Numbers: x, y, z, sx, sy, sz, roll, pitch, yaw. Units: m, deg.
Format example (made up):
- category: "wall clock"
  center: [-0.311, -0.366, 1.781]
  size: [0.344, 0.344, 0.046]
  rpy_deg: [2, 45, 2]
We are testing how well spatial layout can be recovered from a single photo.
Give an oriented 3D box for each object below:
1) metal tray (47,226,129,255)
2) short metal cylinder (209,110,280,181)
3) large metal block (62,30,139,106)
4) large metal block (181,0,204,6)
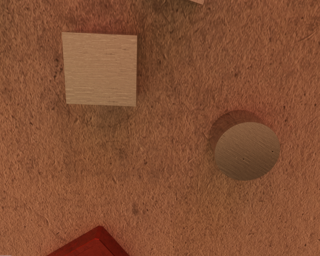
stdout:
- category: "metal tray"
  center: [-0.120, 0.221, 0.487]
  size: [0.130, 0.030, 0.090]
  rpy_deg: [-32, 107, 11]
- category: "short metal cylinder"
  center: [0.108, 0.022, 0.406]
  size: [0.081, 0.050, 0.079]
  rpy_deg: [0, 110, 0]
- category: "large metal block"
  center: [-0.066, -0.072, 0.369]
  size: [0.081, 0.050, 0.079]
  rpy_deg: [2, 110, -1]
- category: "large metal block"
  center: [0.018, -0.184, 0.329]
  size: [0.080, 0.050, 0.079]
  rpy_deg: [16, 109, -6]
